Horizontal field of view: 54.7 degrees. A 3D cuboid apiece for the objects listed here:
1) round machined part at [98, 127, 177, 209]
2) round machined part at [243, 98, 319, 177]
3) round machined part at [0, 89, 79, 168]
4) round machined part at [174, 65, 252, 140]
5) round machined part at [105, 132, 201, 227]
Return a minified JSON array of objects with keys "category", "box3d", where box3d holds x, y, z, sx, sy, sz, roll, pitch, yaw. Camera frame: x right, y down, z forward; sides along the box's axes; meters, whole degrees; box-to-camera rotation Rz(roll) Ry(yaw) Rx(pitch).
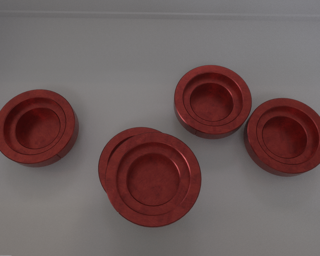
[{"category":"round machined part","box3d":[-0.023,0.051,0.381,0.099,0.042,0.098,0,70,0]},{"category":"round machined part","box3d":[0.156,0.014,0.396,0.099,0.042,0.098,0,70,0]},{"category":"round machined part","box3d":[-0.153,0.003,0.398,0.099,0.042,0.098,0,70,0]},{"category":"round machined part","box3d":[0.067,-0.031,0.412,0.099,0.042,0.098,0,70,0]},{"category":"round machined part","box3d":[-0.007,0.057,0.335,0.099,0.042,0.098,0,70,-1]}]
